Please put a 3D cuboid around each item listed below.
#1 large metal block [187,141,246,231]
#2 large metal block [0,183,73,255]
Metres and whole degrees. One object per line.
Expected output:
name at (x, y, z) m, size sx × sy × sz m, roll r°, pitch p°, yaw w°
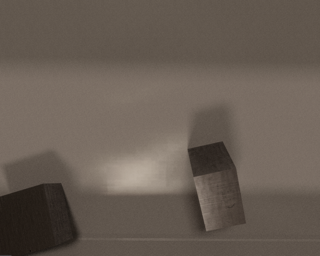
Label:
large metal block at (0.073, 0.074, 0.410) m, size 0.050 × 0.080 × 0.080 m, roll -13°, pitch 110°, yaw 4°
large metal block at (-0.176, 0.126, 0.424) m, size 0.080 × 0.050 × 0.080 m, roll -17°, pitch 78°, yaw 5°
